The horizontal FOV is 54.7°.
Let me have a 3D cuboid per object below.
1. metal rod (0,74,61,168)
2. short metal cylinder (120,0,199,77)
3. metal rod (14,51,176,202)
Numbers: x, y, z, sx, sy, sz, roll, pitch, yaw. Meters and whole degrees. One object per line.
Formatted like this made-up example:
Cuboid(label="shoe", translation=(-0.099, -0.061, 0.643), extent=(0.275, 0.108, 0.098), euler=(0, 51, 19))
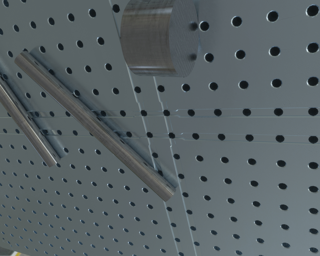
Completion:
Cuboid(label="metal rod", translation=(-0.260, -0.062, 0.509), extent=(0.025, 0.025, 0.299), euler=(-20, 108, 35))
Cuboid(label="short metal cylinder", translation=(0.003, -0.093, 0.317), extent=(0.050, 0.080, 0.079), euler=(6, 121, 25))
Cuboid(label="metal rod", translation=(-0.094, -0.001, 0.459), extent=(0.300, 0.025, 0.025), euler=(43, 129, -2))
